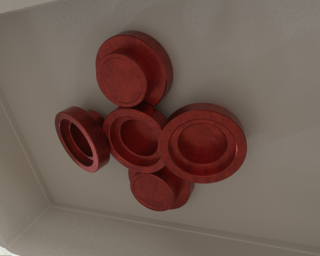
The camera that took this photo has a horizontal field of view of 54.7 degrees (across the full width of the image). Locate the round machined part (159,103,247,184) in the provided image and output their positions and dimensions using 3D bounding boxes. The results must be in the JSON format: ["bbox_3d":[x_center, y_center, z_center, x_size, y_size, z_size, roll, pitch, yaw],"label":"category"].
[{"bbox_3d":[0.050,0.014,0.367,0.098,0.042,0.097,4,118,7],"label":"round machined part"}]

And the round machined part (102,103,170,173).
[{"bbox_3d":[-0.024,0.009,0.413,0.098,0.042,0.097,13,124,21],"label":"round machined part"}]

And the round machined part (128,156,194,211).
[{"bbox_3d":[-0.004,0.081,0.448,0.098,0.042,0.097,13,124,21],"label":"round machined part"}]

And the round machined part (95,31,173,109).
[{"bbox_3d":[-0.038,-0.064,0.376,0.098,0.042,0.097,13,124,21],"label":"round machined part"}]

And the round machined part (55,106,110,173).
[{"bbox_3d":[-0.104,0.012,0.448,0.098,0.042,0.097,28,135,32],"label":"round machined part"}]
